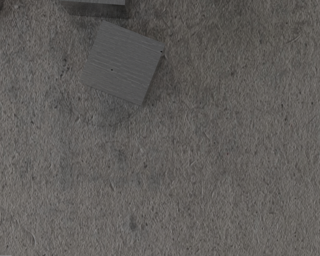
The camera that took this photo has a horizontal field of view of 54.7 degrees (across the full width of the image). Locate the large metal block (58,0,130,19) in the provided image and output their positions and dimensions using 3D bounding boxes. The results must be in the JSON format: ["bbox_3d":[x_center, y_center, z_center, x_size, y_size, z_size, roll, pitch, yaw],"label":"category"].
[{"bbox_3d":[-0.080,-0.190,0.397,0.081,0.050,0.080,4,90,0],"label":"large metal block"}]

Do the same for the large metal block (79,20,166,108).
[{"bbox_3d":[-0.045,-0.079,0.397,0.080,0.050,0.080,21,90,0],"label":"large metal block"}]

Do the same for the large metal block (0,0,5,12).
[{"bbox_3d":[-0.245,-0.198,0.395,0.080,0.050,0.080,20,90,0],"label":"large metal block"}]
